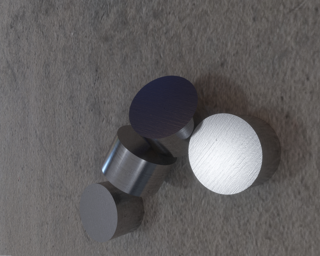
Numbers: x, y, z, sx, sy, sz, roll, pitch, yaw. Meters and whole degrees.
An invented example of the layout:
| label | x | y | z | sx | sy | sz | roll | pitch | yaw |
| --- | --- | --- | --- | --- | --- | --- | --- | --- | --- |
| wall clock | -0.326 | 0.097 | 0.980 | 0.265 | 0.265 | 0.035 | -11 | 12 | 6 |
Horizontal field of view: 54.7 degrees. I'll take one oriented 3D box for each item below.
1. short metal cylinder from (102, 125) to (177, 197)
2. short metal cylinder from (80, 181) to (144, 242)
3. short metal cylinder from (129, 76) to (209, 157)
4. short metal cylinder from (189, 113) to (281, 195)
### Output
| label | x | y | z | sx | sy | sz | roll | pitch | yaw |
| --- | --- | --- | --- | --- | --- | --- | --- | --- | --- |
| short metal cylinder | -0.026 | 0.040 | 0.388 | 0.080 | 0.081 | 0.050 | 43 | 117 | 31 |
| short metal cylinder | -0.070 | 0.116 | 0.444 | 0.080 | 0.050 | 0.079 | 0 | 90 | 39 |
| short metal cylinder | 0.012 | -0.013 | 0.355 | 0.080 | 0.050 | 0.080 | -12 | 58 | 19 |
| short metal cylinder | 0.077 | 0.025 | 0.324 | 0.080 | 0.050 | 0.079 | 0 | 90 | 39 |
